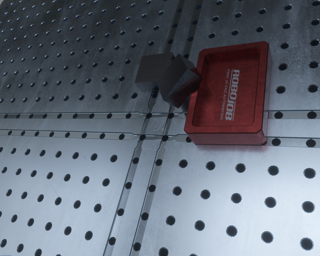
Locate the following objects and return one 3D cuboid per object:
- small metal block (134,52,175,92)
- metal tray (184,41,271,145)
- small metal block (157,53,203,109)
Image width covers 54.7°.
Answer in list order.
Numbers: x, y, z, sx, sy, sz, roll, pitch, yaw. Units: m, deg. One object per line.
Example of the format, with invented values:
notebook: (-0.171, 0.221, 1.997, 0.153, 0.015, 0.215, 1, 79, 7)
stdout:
small metal block: (-0.005, -0.082, 0.460, 0.050, 0.025, 0.050, -1, 61, 27)
metal tray: (0.087, -0.044, 0.385, 0.090, 0.030, 0.130, -1, 61, 27)
small metal block: (0.024, -0.062, 0.404, 0.050, 0.025, 0.050, -51, 29, 22)
